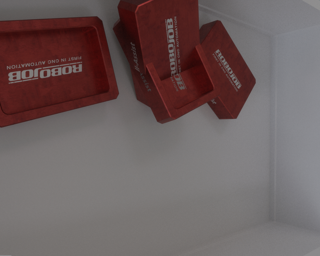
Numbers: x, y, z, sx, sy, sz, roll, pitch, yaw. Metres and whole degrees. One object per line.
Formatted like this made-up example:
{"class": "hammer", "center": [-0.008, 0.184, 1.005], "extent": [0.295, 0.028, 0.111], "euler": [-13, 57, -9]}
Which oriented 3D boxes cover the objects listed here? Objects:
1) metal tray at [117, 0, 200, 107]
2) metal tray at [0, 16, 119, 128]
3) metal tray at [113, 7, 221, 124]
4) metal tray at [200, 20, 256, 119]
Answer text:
{"class": "metal tray", "center": [0.006, -0.097, 0.368], "extent": [0.091, 0.030, 0.129], "euler": [-36, 138, -27]}
{"class": "metal tray", "center": [-0.111, -0.059, 0.309], "extent": [0.131, 0.030, 0.089], "euler": [-20, 103, -38]}
{"class": "metal tray", "center": [0.012, -0.081, 0.376], "extent": [0.091, 0.030, 0.129], "euler": [-29, 96, -33]}
{"class": "metal tray", "center": [0.093, -0.087, 0.481], "extent": [0.130, 0.030, 0.090], "euler": [48, 62, -29]}
